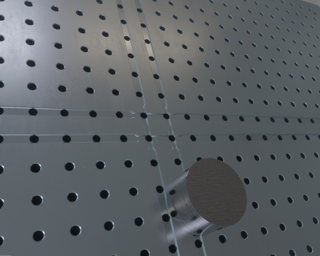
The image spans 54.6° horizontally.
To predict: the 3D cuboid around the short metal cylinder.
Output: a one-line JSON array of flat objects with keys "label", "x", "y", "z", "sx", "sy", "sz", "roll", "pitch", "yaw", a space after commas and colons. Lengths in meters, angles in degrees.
[{"label": "short metal cylinder", "x": 0.055, "y": 0.082, "z": 0.371, "sx": 0.081, "sy": 0.050, "sz": 0.080, "roll": 13, "pitch": 56, "yaw": -21}]
